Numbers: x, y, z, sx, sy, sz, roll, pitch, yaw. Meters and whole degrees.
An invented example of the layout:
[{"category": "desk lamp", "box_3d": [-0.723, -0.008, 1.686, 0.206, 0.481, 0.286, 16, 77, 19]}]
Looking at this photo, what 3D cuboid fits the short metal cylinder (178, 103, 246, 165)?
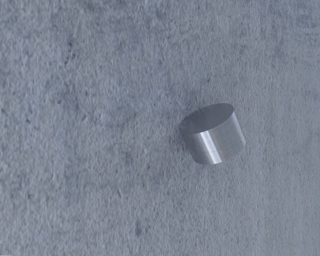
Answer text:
[{"category": "short metal cylinder", "box_3d": [0.073, 0.007, 0.433, 0.080, 0.080, 0.050, -41, 115, -33]}]
